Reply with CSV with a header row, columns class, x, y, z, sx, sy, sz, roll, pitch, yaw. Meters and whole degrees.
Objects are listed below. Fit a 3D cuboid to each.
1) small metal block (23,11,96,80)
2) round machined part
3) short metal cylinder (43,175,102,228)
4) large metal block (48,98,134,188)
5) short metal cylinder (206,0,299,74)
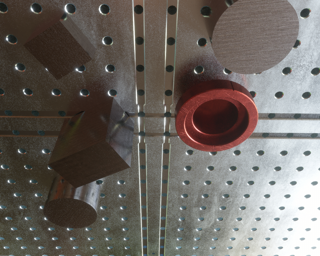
class,x,y,z,sx,sy,sz,roll,pitch,yaw
small metal block,-0.107,-0.088,0.335,0.050,0.025,0.050,-25,126,19
round machined part,0.067,-0.019,0.385,0.099,0.042,0.097,-1,130,0
short metal cylinder,-0.137,0.115,0.491,0.081,0.050,0.079,-1,130,0
large metal block,-0.082,0.018,0.390,0.080,0.080,0.050,-23,127,18
short metal cylinder,0.089,-0.101,0.310,0.081,0.050,0.079,-1,130,0
